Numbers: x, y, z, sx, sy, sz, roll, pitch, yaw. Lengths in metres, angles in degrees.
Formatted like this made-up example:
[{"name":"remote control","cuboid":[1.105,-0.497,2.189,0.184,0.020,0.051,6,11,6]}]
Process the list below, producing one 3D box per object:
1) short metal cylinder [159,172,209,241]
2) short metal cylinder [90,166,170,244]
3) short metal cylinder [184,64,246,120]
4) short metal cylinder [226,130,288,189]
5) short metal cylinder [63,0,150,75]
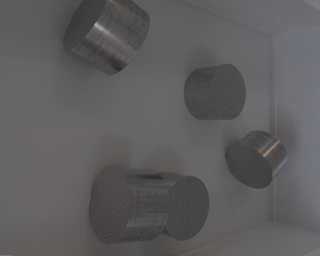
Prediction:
[{"name":"short metal cylinder","cuboid":[0.019,0.100,0.406,0.081,0.050,0.080,0,90,-40]},{"name":"short metal cylinder","cuboid":[-0.035,0.084,0.341,0.050,0.080,0.080,12,83,-40]},{"name":"short metal cylinder","cuboid":[0.082,-0.051,0.459,0.081,0.050,0.080,0,90,-40]},{"name":"short metal cylinder","cuboid":[0.156,0.051,0.502,0.050,0.080,0.080,-34,111,-35]},{"name":"short metal cylinder","cuboid":[-0.057,-0.102,0.323,0.050,0.080,0.080,29,72,-37]}]
